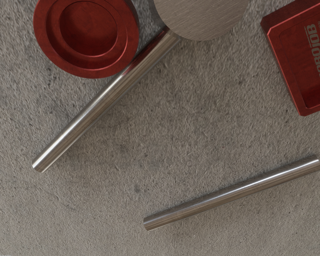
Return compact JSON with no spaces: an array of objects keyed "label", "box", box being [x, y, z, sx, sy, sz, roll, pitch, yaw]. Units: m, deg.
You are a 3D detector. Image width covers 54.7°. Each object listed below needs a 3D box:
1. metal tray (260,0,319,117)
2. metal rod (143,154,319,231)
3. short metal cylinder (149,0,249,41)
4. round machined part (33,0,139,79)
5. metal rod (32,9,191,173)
[{"label":"metal tray","box":[0.176,-0.081,0.337,0.090,0.030,0.130,-25,126,19]},{"label":"metal rod","box":[0.105,0.111,0.502,0.300,0.025,0.025,-26,126,20]},{"label":"short metal cylinder","box":[0.031,-0.118,0.272,0.081,0.050,0.079,-2,107,-6]},{"label":"round machined part","box":[-0.069,-0.102,0.309,0.099,0.042,0.097,0,130,0]},{"label":"metal rod","box":[-0.072,-0.030,0.381,0.025,0.025,0.299,36,122,-26]}]
